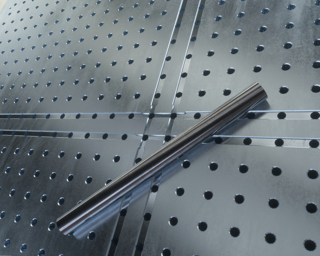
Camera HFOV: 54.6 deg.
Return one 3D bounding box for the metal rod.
[{"bbox_3d":[-0.001,0.040,0.384,0.300,0.025,0.025,-35,51,5],"label":"metal rod"}]
